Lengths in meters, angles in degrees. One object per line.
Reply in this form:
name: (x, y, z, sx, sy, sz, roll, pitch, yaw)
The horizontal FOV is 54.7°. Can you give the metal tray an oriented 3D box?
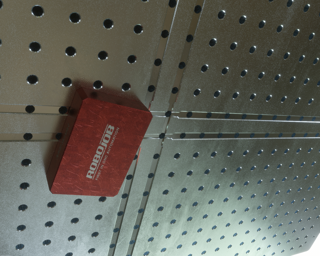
metal tray: (-0.075, 0.023, 0.382, 0.091, 0.030, 0.129, 12, 112, -34)
